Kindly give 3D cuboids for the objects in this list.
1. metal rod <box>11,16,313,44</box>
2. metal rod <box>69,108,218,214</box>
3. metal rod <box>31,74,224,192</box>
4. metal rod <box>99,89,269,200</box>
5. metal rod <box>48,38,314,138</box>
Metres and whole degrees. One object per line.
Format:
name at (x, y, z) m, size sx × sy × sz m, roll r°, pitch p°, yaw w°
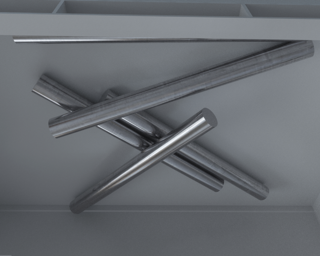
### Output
metal rod at (0.003, -0.101, 0.322) m, size 0.302 × 0.025 × 0.025 m, roll -1°, pitch 130°, yaw 0°
metal rod at (-0.042, 0.060, 0.432) m, size 0.025 × 0.025 × 0.299 m, roll 34°, pitch 130°, yaw -26°
metal rod at (-0.026, 0.018, 0.423) m, size 0.301 × 0.025 × 0.025 m, roll 31°, pitch 123°, yaw -24°
metal rod at (0.049, 0.034, 0.438) m, size 0.301 × 0.025 × 0.025 m, roll 31°, pitch 123°, yaw -24°
metal rod at (0.018, -0.044, 0.350) m, size 0.301 × 0.025 × 0.025 m, roll -17°, pitch 129°, yaw 6°
